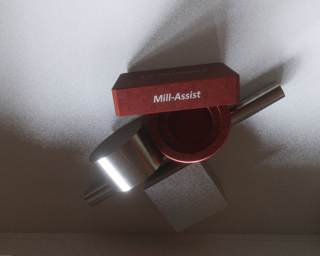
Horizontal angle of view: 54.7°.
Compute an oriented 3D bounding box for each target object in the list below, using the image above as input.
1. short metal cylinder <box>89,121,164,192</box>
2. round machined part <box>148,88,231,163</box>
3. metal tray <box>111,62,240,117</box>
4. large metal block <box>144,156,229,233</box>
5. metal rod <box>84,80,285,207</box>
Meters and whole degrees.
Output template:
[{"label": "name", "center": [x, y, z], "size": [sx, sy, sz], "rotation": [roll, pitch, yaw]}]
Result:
[{"label": "short metal cylinder", "center": [-0.042, 0.035, 0.393], "size": [0.080, 0.080, 0.050], "rotation": [-32, 107, 10]}, {"label": "round machined part", "center": [0.038, -0.006, 0.384], "size": [0.098, 0.042, 0.097], "rotation": [-1, 85, 14]}, {"label": "metal tray", "center": [0.017, -0.047, 0.357], "size": [0.131, 0.090, 0.030], "rotation": [-6, 110, 1]}, {"label": "large metal block", "center": [0.035, 0.082, 0.426], "size": [0.080, 0.050, 0.080], "rotation": [-31, 108, 10]}, {"label": "metal rod", "center": [0.025, 0.026, 0.420], "size": [0.300, 0.025, 0.025], "rotation": [-31, 108, 10]}]
